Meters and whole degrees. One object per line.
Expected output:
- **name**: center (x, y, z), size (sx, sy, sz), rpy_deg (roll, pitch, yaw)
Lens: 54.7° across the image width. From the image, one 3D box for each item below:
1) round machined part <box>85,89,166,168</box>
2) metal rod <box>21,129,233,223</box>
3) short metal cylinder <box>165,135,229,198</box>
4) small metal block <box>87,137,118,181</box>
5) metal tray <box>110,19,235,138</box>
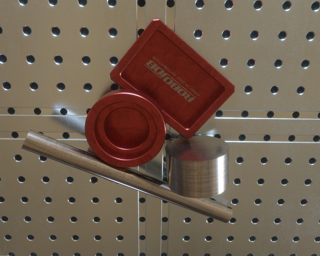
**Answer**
- **round machined part**: center (-0.041, -0.002, 0.394), size (0.099, 0.042, 0.097), rpy_deg (0, 110, 1)
- **metal rod**: center (-0.030, 0.072, 0.418), size (0.302, 0.025, 0.025), rpy_deg (24, 108, -18)
- **short metal cylinder**: center (0.048, 0.047, 0.401), size (0.081, 0.080, 0.050), rpy_deg (-4, 110, 1)
- **small metal block**: center (-0.076, 0.040, 0.427), size (0.050, 0.025, 0.050), rpy_deg (27, 108, -10)
- **metal tray**: center (0.016, -0.060, 0.388), size (0.130, 0.030, 0.090), rpy_deg (38, 105, -13)
